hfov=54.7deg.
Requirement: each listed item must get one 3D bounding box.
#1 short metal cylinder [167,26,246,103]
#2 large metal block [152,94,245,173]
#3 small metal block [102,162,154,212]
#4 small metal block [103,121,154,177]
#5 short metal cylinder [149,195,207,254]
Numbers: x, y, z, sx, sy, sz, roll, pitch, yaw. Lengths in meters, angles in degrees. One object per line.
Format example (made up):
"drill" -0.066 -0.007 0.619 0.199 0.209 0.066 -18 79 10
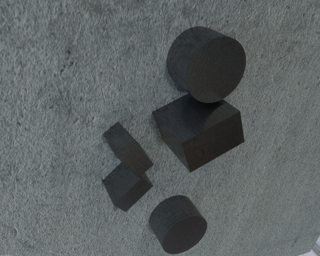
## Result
"short metal cylinder" 0.055 -0.077 0.375 0.081 0.050 0.079 -14 125 -21
"large metal block" 0.048 -0.002 0.398 0.080 0.080 0.050 -28 128 -11
"small metal block" -0.044 0.074 0.414 0.050 0.050 0.025 -44 130 2
"small metal block" -0.040 0.026 0.387 0.025 0.050 0.050 -40 130 -1
"short metal cylinder" 0.029 0.158 0.506 0.081 0.050 0.079 -14 125 -21
